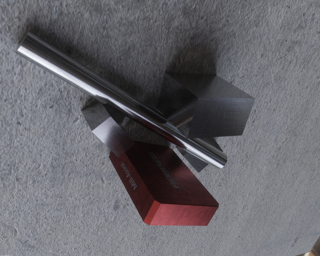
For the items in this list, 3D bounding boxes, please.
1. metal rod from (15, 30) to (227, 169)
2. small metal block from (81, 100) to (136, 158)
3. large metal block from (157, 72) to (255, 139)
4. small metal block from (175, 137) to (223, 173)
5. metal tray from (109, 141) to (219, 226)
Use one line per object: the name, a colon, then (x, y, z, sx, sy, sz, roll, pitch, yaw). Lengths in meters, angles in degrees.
metal rod: (-0.020, -0.016, 0.371, 0.301, 0.025, 0.025, 31, 101, -33)
small metal block: (-0.060, -0.001, 0.359, 0.025, 0.050, 0.050, -39, 130, -2)
large metal block: (0.054, -0.030, 0.384, 0.081, 0.080, 0.050, -2, 120, -28)
small metal block: (0.059, 0.032, 0.463, 0.050, 0.025, 0.050, -41, 130, 0)
metal tray: (0.000, 0.063, 0.381, 0.091, 0.130, 0.030, 13, 112, -34)
